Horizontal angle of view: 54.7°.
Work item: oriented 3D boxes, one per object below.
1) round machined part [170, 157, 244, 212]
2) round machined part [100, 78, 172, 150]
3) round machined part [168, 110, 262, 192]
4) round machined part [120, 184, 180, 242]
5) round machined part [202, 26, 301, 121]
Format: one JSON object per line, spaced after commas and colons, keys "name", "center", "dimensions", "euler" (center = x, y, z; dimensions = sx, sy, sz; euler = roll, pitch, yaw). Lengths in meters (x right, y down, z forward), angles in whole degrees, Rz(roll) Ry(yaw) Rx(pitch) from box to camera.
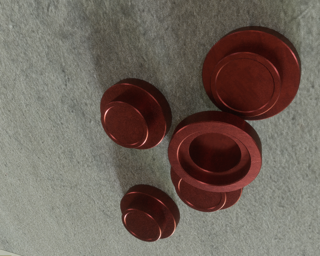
{"name": "round machined part", "center": [0.059, 0.072, 0.408], "dimensions": [0.098, 0.042, 0.097], "euler": [13, 124, 20]}
{"name": "round machined part", "center": [-0.038, -0.012, 0.407], "dimensions": [0.098, 0.042, 0.097], "euler": [13, 124, 20]}
{"name": "round machined part", "center": [0.061, 0.022, 0.343], "dimensions": [0.098, 0.042, 0.097], "euler": [8, 127, 12]}
{"name": "round machined part", "center": [-0.021, 0.141, 0.493], "dimensions": [0.098, 0.042, 0.097], "euler": [13, 124, 20]}
{"name": "round machined part", "center": [0.090, -0.050, 0.317], "dimensions": [0.098, 0.042, 0.097], "euler": [13, 124, 20]}
